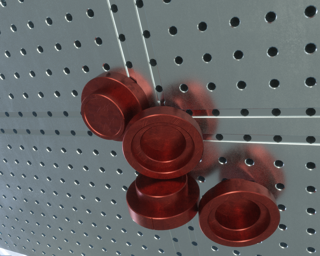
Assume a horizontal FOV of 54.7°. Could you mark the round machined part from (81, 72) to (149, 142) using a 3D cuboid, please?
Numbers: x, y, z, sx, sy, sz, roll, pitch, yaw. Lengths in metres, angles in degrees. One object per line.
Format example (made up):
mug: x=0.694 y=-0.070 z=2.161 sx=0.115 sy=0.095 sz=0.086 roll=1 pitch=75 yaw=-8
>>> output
round machined part: x=-0.067 y=-0.023 z=0.420 sx=0.098 sy=0.042 sz=0.097 roll=13 pitch=124 yaw=20

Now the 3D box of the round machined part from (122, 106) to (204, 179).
round machined part: x=0.004 y=0.015 z=0.392 sx=0.099 sy=0.042 sz=0.097 roll=1 pitch=122 yaw=2

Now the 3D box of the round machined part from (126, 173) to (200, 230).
round machined part: x=0.003 y=0.084 z=0.413 sx=0.098 sy=0.098 sz=0.042 roll=8 pitch=122 yaw=24

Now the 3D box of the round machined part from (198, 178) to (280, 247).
round machined part: x=0.099 y=0.104 z=0.399 sx=0.099 sy=0.042 sz=0.097 roll=2 pitch=121 yaw=3
